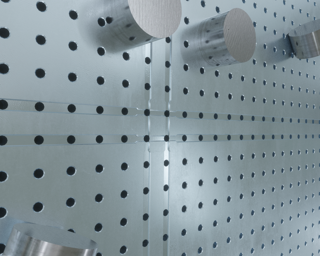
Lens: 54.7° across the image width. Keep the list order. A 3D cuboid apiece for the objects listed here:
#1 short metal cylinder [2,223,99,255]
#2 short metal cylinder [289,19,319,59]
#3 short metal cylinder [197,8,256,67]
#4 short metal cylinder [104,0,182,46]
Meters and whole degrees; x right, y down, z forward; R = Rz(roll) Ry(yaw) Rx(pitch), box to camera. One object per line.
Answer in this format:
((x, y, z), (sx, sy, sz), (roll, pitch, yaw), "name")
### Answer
((-0.104, 0.125, 0.287), (0.080, 0.080, 0.050), (26, 74, -37), "short metal cylinder")
((0.312, -0.183, 0.634), (0.080, 0.080, 0.050), (-42, 116, -32), "short metal cylinder")
((0.104, -0.138, 0.479), (0.081, 0.050, 0.079), (0, 90, -40), "short metal cylinder")
((-0.020, -0.144, 0.375), (0.081, 0.050, 0.079), (0, 90, -40), "short metal cylinder")
